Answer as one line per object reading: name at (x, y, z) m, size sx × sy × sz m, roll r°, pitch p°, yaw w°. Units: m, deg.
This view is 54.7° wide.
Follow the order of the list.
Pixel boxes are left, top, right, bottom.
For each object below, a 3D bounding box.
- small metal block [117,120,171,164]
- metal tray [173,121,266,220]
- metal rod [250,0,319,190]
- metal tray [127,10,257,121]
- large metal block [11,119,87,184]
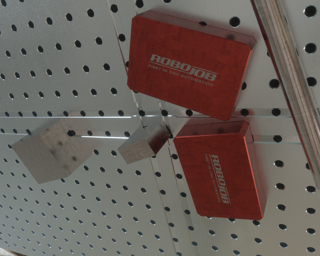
small metal block at (-0.020, 0.019, 0.416) m, size 0.050 × 0.050 × 0.025 m, roll -21°, pitch 107°, yaw 35°
metal tray at (0.079, 0.058, 0.401) m, size 0.090 × 0.030 × 0.129 m, roll -5°, pitch 116°, yaw 30°
metal rod at (0.125, -0.063, 0.305) m, size 0.025 × 0.025 × 0.299 m, roll -15°, pitch 111°, yaw 34°
metal tray at (0.030, -0.070, 0.348) m, size 0.130 × 0.030 × 0.089 m, roll 20°, pitch 126°, yaw 16°
large metal block at (-0.184, 0.041, 0.515) m, size 0.080 × 0.050 × 0.080 m, roll -17°, pitch 110°, yaw 34°
